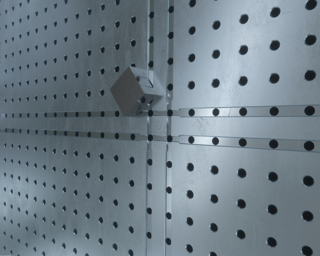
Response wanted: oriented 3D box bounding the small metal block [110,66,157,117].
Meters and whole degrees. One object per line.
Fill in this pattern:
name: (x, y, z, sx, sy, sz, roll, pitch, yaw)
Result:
small metal block: (-0.039, -0.051, 0.443, 0.050, 0.025, 0.050, -44, 64, 31)
